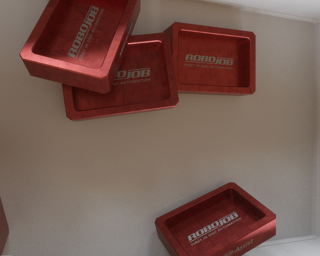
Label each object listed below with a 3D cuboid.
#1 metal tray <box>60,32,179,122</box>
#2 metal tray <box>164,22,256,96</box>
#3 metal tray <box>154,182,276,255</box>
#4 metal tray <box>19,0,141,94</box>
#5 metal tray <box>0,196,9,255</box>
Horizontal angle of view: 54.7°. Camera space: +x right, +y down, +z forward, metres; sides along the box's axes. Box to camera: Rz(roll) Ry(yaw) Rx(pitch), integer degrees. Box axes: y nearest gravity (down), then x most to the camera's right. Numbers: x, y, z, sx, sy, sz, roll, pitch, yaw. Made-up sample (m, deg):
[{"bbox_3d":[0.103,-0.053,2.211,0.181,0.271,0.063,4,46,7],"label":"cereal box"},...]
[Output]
[{"bbox_3d":[-0.049,-0.061,0.373,0.131,0.030,0.089,-8,89,-9],"label":"metal tray"},{"bbox_3d":[0.071,-0.093,0.435,0.131,0.030,0.089,0,90,-21],"label":"metal tray"},{"bbox_3d":[0.071,0.127,0.401,0.131,0.090,0.030,-21,119,-19],"label":"metal tray"},{"bbox_3d":[-0.081,-0.108,0.340,0.090,0.030,0.130,14,65,2],"label":"metal tray"},{"bbox_3d":[-0.186,0.062,0.307,0.030,0.090,0.129,-14,95,-20],"label":"metal tray"}]
